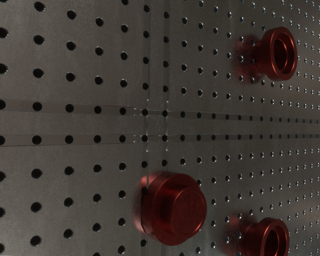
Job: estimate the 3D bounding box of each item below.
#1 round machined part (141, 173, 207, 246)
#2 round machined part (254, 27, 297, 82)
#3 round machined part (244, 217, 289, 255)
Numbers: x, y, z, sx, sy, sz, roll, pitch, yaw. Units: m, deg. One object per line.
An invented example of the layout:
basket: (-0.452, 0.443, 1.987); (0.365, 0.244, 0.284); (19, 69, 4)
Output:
round machined part: (0.026, 0.111, 0.423); (0.099, 0.042, 0.097); (0, 90, -40)
round machined part: (0.214, -0.136, 0.581); (0.099, 0.042, 0.097); (0, 90, -40)
round machined part: (0.191, 0.211, 0.562); (0.099, 0.042, 0.097); (0, 90, -40)
